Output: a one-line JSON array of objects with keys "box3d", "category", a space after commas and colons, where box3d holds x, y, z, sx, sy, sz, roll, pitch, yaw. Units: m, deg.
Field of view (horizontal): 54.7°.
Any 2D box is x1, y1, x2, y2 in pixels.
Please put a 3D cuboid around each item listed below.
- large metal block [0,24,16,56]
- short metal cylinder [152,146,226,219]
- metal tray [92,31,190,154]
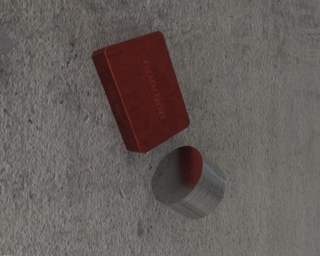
[{"box3d": [-0.179, -0.076, 0.239, 0.080, 0.050, 0.080, -44, 117, -31], "category": "large metal block"}, {"box3d": [0.037, 0.070, 0.400, 0.050, 0.080, 0.080, 39, 66, -33], "category": "short metal cylinder"}, {"box3d": [-0.019, -0.045, 0.386, 0.091, 0.030, 0.129, -30, 109, -36], "category": "metal tray"}]
